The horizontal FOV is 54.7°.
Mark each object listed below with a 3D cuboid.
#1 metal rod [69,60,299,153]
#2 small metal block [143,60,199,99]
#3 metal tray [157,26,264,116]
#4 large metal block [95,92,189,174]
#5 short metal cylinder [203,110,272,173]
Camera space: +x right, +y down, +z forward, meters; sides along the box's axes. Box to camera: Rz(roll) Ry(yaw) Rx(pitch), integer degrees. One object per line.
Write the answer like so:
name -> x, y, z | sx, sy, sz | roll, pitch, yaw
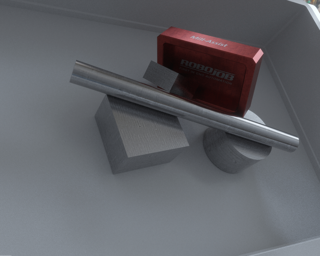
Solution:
metal rod -> 0.045, -0.019, 0.376 | 0.302, 0.025, 0.025 | 17, 55, -19
small metal block -> 0.015, -0.062, 0.408 | 0.050, 0.025, 0.050 | 34, 11, 36
metal tray -> 0.059, -0.073, 0.409 | 0.130, 0.089, 0.030 | 22, 46, 22
large metal block -> -0.024, 0.003, 0.375 | 0.081, 0.050, 0.080 | -8, 66, -32
short metal cylinder -> 0.109, 0.018, 0.438 | 0.081, 0.050, 0.080 | 14, 56, -21
